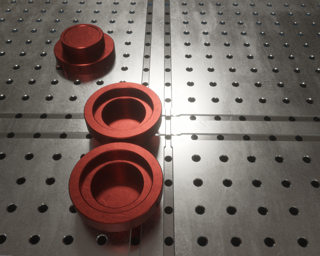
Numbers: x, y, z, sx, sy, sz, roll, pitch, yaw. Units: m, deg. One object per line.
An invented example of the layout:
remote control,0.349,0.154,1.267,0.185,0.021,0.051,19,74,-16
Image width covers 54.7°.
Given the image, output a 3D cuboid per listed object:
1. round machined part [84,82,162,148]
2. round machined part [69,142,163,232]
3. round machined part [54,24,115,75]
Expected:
round machined part,-0.047,-0.012,0.406,0.099,0.042,0.098,0,50,0
round machined part,-0.046,0.067,0.340,0.099,0.042,0.098,0,50,0
round machined part,-0.124,-0.135,0.508,0.099,0.042,0.098,0,50,0
